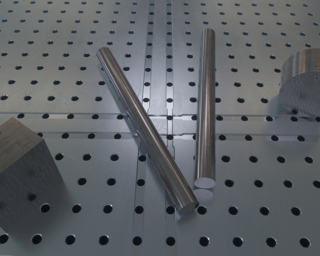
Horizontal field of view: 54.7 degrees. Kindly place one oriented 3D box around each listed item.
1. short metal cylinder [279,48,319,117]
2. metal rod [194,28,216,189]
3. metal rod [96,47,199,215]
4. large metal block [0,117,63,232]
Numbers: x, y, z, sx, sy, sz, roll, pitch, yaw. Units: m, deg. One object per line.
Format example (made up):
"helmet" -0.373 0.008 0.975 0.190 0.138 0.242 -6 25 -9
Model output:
"short metal cylinder" 0.208 -0.061 0.425 0.080 0.080 0.050 13 51 11
"metal rod" 0.068 -0.051 0.450 0.025 0.025 0.300 5 50 4
"metal rod" -0.031 -0.018 0.422 0.025 0.025 0.300 -19 53 -16
"large metal block" -0.160 0.049 0.329 0.050 0.080 0.080 30 56 22
